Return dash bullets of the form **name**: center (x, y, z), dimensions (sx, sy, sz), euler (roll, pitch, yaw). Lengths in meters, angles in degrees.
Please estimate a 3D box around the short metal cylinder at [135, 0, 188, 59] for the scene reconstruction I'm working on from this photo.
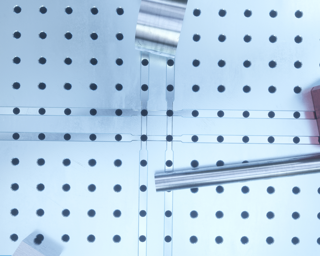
- **short metal cylinder**: center (0.003, -0.132, 0.386), dimensions (0.050, 0.080, 0.080), euler (13, 90, 0)

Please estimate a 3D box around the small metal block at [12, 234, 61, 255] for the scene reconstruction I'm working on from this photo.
- **small metal block**: center (-0.171, 0.180, 0.412), dimensions (0.050, 0.025, 0.050), euler (33, 90, 0)

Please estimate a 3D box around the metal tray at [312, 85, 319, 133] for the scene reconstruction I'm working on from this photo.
- **metal tray**: center (0.280, -0.024, 0.412), dimensions (0.131, 0.030, 0.089), euler (-11, 90, 0)

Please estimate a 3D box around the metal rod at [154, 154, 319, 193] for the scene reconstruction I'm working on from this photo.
- **metal rod**: center (0.144, 0.056, 0.414), dimensions (0.302, 0.025, 0.025), euler (-7, 90, 0)
